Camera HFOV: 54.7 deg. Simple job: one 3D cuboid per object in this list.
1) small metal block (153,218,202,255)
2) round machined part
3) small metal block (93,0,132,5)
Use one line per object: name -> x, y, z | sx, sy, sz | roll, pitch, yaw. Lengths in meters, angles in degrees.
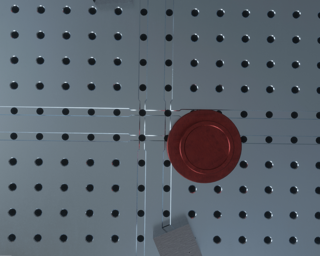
small metal block -> 0.024, 0.157, 0.414 | 0.050, 0.025, 0.050 | -22, 90, -1
round machined part -> 0.059, 0.024, 0.406 | 0.099, 0.042, 0.097 | 0, 90, -1
small metal block -> -0.066, -0.196, 0.412 | 0.050, 0.025, 0.050 | -4, 90, -1
